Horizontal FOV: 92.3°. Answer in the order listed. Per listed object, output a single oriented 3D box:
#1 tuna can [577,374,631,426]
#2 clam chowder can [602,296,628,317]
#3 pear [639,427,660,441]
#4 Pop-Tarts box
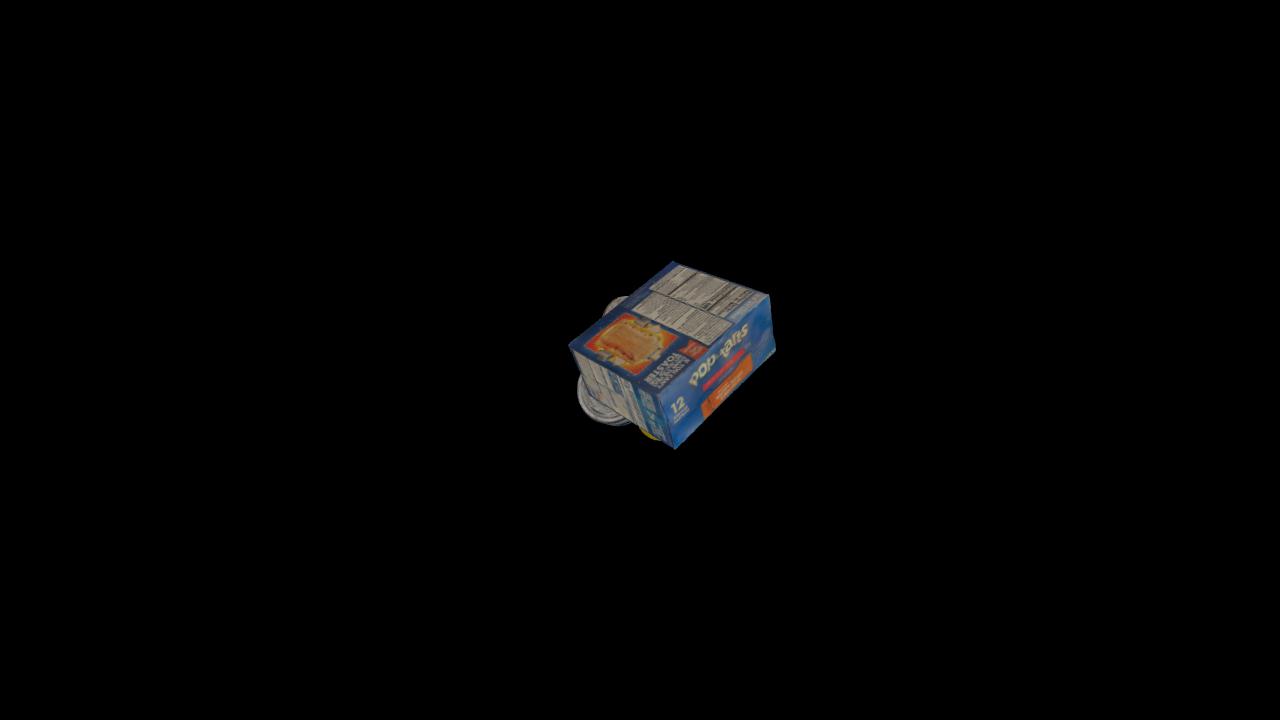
[{"bbox_3d":[-0.030,0.034,0.718,0.084,0.084,0.034,0,-10,18],"label":"tuna can"},{"bbox_3d":[0.011,-0.036,0.712,0.068,0.068,0.102,0,11,-44],"label":"clam chowder can"},{"bbox_3d":[0.024,0.054,0.713,0.080,0.080,0.111,0,-9,11],"label":"pear"},{"bbox_3d":[0.036,-0.012,0.655,0.167,0.083,0.141,-42,45,-23],"label":"Pop-Tarts box"}]
